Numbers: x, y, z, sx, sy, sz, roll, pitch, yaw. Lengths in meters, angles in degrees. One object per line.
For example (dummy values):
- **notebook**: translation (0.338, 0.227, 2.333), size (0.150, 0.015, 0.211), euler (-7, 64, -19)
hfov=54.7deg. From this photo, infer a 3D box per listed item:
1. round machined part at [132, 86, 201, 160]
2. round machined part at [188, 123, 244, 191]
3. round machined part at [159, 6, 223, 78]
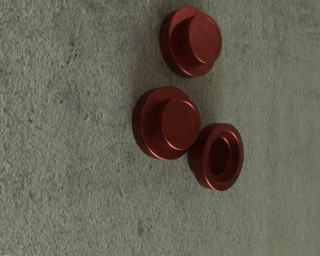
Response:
- **round machined part**: translation (0.015, -0.006, 0.406), size (0.099, 0.042, 0.097), euler (0, 90, -40)
- **round machined part**: translation (0.079, 0.041, 0.457), size (0.099, 0.042, 0.097), euler (-3, 94, -43)
- **round machined part**: translation (0.050, -0.121, 0.435), size (0.099, 0.042, 0.097), euler (0, 90, -40)
